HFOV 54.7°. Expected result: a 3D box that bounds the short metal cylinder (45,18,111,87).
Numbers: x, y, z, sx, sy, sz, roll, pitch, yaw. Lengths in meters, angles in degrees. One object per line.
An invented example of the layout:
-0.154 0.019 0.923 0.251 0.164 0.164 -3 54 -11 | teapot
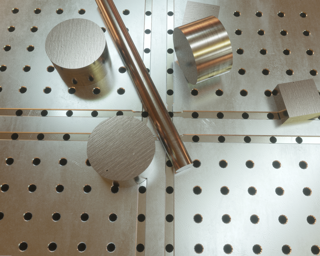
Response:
-0.113 -0.105 0.436 0.081 0.050 0.080 0 70 0 | short metal cylinder

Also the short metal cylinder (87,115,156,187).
-0.046 0.030 0.387 0.081 0.050 0.080 0 70 0 | short metal cylinder

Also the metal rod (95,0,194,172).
-0.030 -0.078 0.439 0.025 0.025 0.299 -23 72 -8 | metal rod

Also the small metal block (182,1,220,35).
0.061 -0.161 0.471 0.050 0.025 0.050 11 70 4 | small metal block

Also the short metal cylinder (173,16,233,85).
0.056 -0.105 0.421 0.050 0.080 0.080 -21 72 -8 | short metal cylinder

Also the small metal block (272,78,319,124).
0.190 -0.037 0.426 0.050 0.025 0.050 -9 70 -4 | small metal block
